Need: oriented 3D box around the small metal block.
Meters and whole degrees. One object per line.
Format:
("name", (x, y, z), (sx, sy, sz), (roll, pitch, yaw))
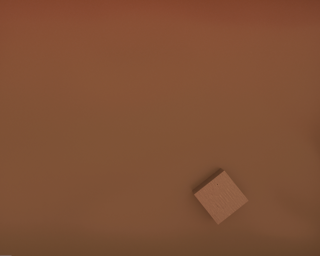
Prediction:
("small metal block", (0.079, 0.090, 0.412), (0.050, 0.025, 0.050), (-38, 90, 0))
